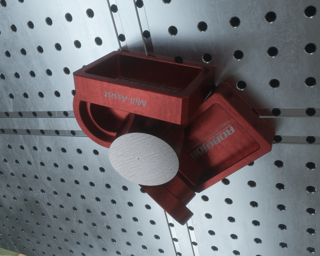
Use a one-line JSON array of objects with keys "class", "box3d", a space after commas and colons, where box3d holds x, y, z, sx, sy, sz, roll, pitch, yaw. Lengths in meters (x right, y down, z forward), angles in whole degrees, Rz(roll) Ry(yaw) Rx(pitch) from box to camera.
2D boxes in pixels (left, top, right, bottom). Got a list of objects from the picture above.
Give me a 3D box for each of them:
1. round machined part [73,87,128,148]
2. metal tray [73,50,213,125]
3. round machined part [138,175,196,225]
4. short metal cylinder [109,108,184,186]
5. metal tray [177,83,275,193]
[{"class": "round machined part", "box3d": [-0.064, -0.023, 0.418, 0.098, 0.042, 0.097, 13, 124, 20]}, {"class": "metal tray", "box3d": [-0.016, -0.050, 0.345, 0.130, 0.090, 0.030, 14, 124, 19]}, {"class": "round machined part", "box3d": [0.010, 0.082, 0.422, 0.098, 0.042, 0.098, 43, 173, 7]}, {"class": "short metal cylinder", "box3d": [-0.014, 0.022, 0.367, 0.080, 0.050, 0.079, 6, 128, 8]}, {"class": "metal tray", "box3d": [0.061, 0.018, 0.385, 0.090, 0.030, 0.129, 45, 129, -4]}]
